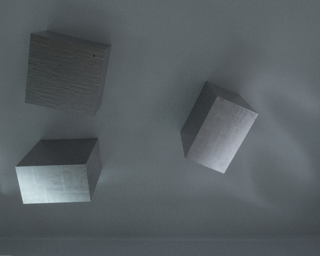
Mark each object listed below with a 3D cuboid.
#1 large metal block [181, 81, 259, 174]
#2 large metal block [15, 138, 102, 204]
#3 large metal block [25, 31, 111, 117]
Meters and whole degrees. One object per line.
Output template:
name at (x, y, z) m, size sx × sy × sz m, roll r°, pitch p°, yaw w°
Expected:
large metal block at (0.067, -0.004, 0.381) m, size 0.050 × 0.080 × 0.079 m, roll 22°, pitch 108°, yaw -8°
large metal block at (-0.124, 0.052, 0.400) m, size 0.081 × 0.080 × 0.050 m, roll -2°, pitch 110°, yaw 0°
large metal block at (-0.108, -0.066, 0.372) m, size 0.081 × 0.050 × 0.079 m, roll 12°, pitch 110°, yaw -5°
